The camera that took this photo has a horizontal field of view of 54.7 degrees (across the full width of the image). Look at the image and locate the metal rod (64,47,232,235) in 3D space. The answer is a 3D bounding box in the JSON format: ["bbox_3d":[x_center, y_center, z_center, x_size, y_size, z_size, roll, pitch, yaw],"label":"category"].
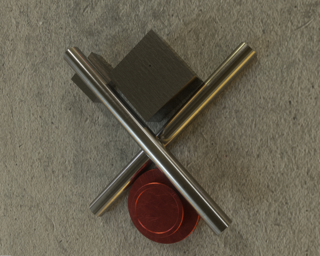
[{"bbox_3d":[-0.024,0.007,0.391,0.025,0.025,0.300,-45,77,14],"label":"metal rod"}]

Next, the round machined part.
[{"bbox_3d":[0.003,0.101,0.399,0.098,0.042,0.097,0,90,19],"label":"round machined part"}]

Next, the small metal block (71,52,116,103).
[{"bbox_3d":[-0.089,-0.071,0.442,0.050,0.025,0.050,45,103,14],"label":"small metal block"}]

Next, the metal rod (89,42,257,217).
[{"bbox_3d":[0.009,0.010,0.408,0.025,0.025,0.299,46,104,14],"label":"metal rod"}]

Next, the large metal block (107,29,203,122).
[{"bbox_3d":[-0.005,-0.064,0.399,0.080,0.050,0.080,-43,77,14],"label":"large metal block"}]
